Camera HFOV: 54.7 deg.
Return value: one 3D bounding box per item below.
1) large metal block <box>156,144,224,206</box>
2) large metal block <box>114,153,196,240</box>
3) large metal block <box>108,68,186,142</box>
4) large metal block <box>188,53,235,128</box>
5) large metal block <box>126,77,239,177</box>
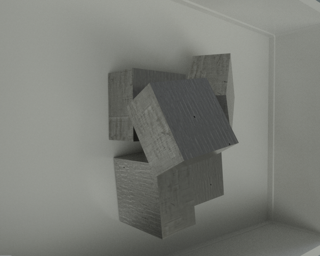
[{"bbox_3d":[0.039,0.057,0.421,0.081,0.050,0.079,-7,95,-40],"label":"large metal block"},{"bbox_3d":[-0.008,0.073,0.364,0.050,0.080,0.079,-9,96,-40],"label":"large metal block"},{"bbox_3d":[-0.015,-0.026,0.378,0.081,0.050,0.079,-1,91,-40],"label":"large metal block"},{"bbox_3d":[0.070,-0.042,0.416,0.080,0.050,0.080,70,27,-46],"label":"large metal block"},{"bbox_3d":[0.023,-0.003,0.325,0.081,0.050,0.080,-12,73,-39],"label":"large metal block"}]
